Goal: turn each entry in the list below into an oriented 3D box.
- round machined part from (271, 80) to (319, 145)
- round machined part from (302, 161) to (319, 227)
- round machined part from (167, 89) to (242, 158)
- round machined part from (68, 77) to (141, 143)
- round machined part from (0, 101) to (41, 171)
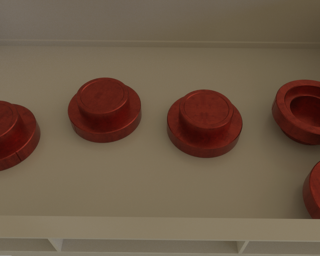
[{"bbox_3d":[0.197,-0.016,0.409,0.099,0.042,0.098,0,50,0],"label":"round machined part"},{"bbox_3d":[0.202,0.080,0.328,0.099,0.042,0.098,0,50,0],"label":"round machined part"},{"bbox_3d":[0.058,-0.013,0.405,0.099,0.042,0.098,0,50,0],"label":"round machined part"},{"bbox_3d":[-0.075,-0.031,0.419,0.099,0.042,0.098,0,50,0],"label":"round machined part"},{"bbox_3d":[-0.207,0.003,0.390,0.099,0.042,0.098,0,50,0],"label":"round machined part"}]
